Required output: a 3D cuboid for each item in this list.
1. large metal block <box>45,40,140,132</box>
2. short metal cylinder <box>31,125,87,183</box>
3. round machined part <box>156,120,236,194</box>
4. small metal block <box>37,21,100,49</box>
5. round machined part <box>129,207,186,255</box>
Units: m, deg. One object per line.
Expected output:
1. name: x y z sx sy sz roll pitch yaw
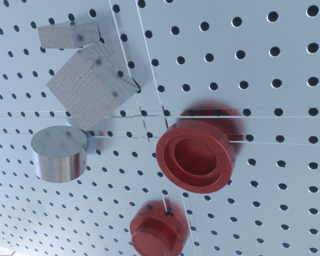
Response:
1. large metal block: -0.088 -0.054 0.408 0.080 0.050 0.080 -31 102 38
2. short metal cylinder: -0.155 0.039 0.482 0.080 0.080 0.050 21 126 16
3. round machined part: 0.048 0.032 0.395 0.098 0.042 0.097 13 124 21
4. small metal block: -0.111 -0.115 0.381 0.050 0.050 0.025 7 117 24
5. round machined part: -0.009 0.185 0.519 0.098 0.042 0.097 13 124 21
